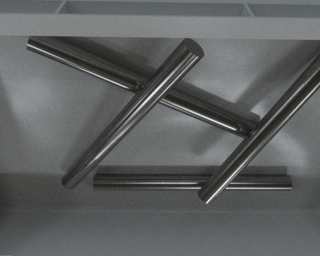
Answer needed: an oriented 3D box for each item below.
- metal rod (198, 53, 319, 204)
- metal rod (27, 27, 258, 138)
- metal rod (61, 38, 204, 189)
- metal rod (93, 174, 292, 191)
[{"bbox_3d":[0.141,-0.012,0.373,0.025,0.025,0.298,25,118,-20],"label":"metal rod"},{"bbox_3d":[-0.001,-0.043,0.372,0.302,0.025,0.025,21,127,-17],"label":"metal rod"},{"bbox_3d":[-0.054,0.003,0.387,0.025,0.025,0.299,29,132,-22],"label":"metal rod"},{"bbox_3d":[0.050,0.085,0.481,0.302,0.025,0.025,0,130,-1],"label":"metal rod"}]
